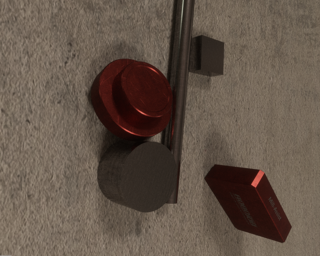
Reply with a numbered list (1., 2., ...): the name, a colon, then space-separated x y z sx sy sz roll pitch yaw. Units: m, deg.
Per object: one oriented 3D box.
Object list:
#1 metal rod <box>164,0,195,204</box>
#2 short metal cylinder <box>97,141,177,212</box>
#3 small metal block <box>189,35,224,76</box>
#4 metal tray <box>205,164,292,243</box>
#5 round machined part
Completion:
1. metal rod: 0.025 -0.049 0.427 0.025 0.025 0.298 9 84 -40
2. short metal cylinder: -0.026 0.055 0.368 0.081 0.050 0.079 0 91 -40
3. small metal block: 0.070 -0.107 0.466 0.050 0.025 0.050 3 88 -40
4. metal tray: 0.137 0.116 0.480 0.030 0.090 0.130 -48 119 -29
5. round machined part: -0.024 -0.037 0.355 0.099 0.042 0.098 17 60 -32
